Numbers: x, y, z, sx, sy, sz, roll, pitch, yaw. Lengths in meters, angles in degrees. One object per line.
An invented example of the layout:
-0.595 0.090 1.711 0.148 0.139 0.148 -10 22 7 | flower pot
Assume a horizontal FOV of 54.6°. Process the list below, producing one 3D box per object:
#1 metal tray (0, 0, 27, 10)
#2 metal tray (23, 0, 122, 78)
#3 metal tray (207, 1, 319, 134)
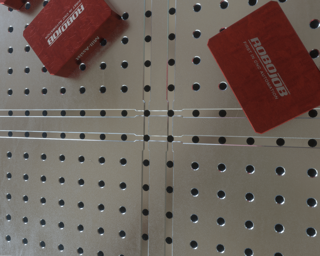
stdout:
-0.218 -0.265 0.487 0.130 0.030 0.090 -40 78 15 | metal tray
-0.131 -0.150 0.457 0.130 0.030 0.090 -41 77 15 | metal tray
0.126 -0.069 0.366 0.090 0.030 0.130 -29 81 17 | metal tray
